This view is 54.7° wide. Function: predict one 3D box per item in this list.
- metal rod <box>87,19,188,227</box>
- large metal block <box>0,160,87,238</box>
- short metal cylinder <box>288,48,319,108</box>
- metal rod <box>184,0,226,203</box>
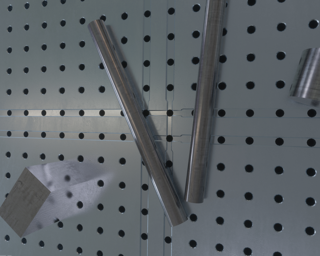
[{"bbox_3d":[-0.034,-0.012,0.424,0.025,0.025,0.299,-26,82,18],"label":"metal rod"},{"bbox_3d":[-0.165,0.097,0.441,0.050,0.080,0.080,39,102,16],"label":"large metal block"},{"bbox_3d":[0.181,-0.046,0.320,0.080,0.080,0.050,18,96,19],"label":"short metal cylinder"},{"bbox_3d":[0.059,-0.055,0.391,0.025,0.025,0.298,7,92,20],"label":"metal rod"}]
